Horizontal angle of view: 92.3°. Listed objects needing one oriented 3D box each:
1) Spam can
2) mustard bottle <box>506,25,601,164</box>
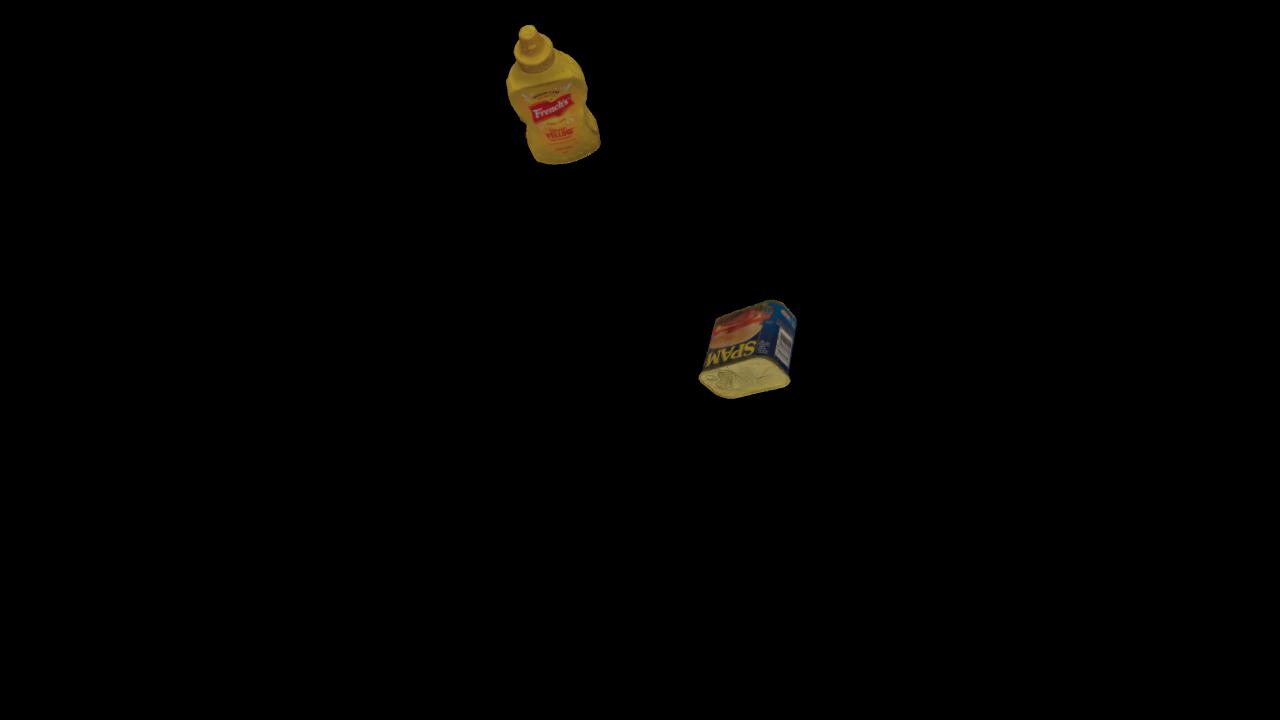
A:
[{"bbox_3d":[0.123,-0.012,0.694,0.101,0.085,0.058,-17,-46,43],"label":"Spam can"},{"bbox_3d":[-0.104,-0.303,0.705,0.092,0.054,0.184,-6,-19,4],"label":"mustard bottle"}]
